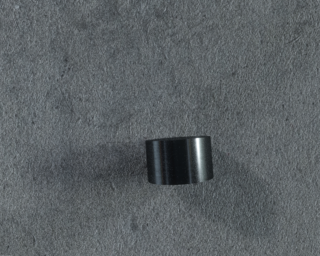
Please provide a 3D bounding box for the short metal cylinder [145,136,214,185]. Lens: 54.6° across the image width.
[{"bbox_3d":[0.024,0.038,0.383,0.080,0.080,0.050,-4,90,0],"label":"short metal cylinder"}]
